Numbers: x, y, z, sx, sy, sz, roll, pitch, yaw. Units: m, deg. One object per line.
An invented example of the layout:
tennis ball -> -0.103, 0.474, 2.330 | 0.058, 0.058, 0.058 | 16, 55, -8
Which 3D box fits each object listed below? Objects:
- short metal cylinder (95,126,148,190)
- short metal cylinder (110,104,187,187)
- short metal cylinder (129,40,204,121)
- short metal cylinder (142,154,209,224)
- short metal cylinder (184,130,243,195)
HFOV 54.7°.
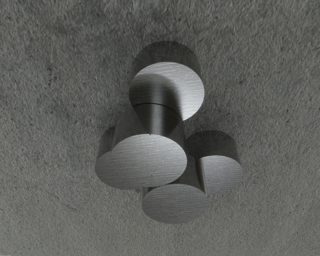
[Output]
short metal cylinder -> -0.045, 0.040, 0.426 | 0.081, 0.050, 0.079 | 0, 130, 0
short metal cylinder -> -0.012, 0.020, 0.342 | 0.080, 0.050, 0.079 | 0, 130, 0
short metal cylinder -> 0.007, -0.051, 0.349 | 0.081, 0.050, 0.079 | 0, 130, 0
short metal cylinder -> 0.018, 0.077, 0.391 | 0.081, 0.050, 0.079 | -1, 130, 0
short metal cylinder -> 0.071, 0.049, 0.434 | 0.081, 0.050, 0.079 | 0, 130, 0
